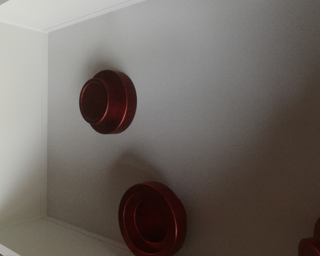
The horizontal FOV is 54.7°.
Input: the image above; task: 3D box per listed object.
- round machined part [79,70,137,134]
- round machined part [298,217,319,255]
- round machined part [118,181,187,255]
[{"bbox_3d":[-0.084,-0.039,0.465,0.098,0.042,0.097,0,90,40],"label":"round machined part"},{"bbox_3d":[0.142,0.117,0.239,0.042,0.098,0.098,-11,82,2],"label":"round machined part"},{"bbox_3d":[-0.005,0.117,0.400,0.098,0.042,0.097,0,90,40],"label":"round machined part"}]
